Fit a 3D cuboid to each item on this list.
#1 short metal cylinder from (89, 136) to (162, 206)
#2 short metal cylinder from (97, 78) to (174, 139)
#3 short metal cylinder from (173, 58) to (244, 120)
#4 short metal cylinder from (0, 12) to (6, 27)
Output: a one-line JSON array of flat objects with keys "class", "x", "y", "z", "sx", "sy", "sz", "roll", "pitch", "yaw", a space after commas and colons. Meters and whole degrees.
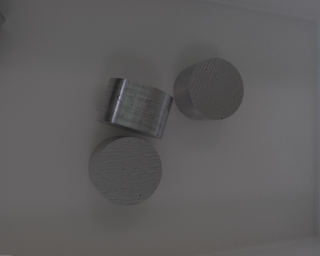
[{"class": "short metal cylinder", "x": -0.044, "y": 0.050, "z": 0.381, "sx": 0.081, "sy": 0.050, "sz": 0.080, "roll": 0, "pitch": 90, "yaw": -20}, {"class": "short metal cylinder", "x": -0.029, "y": -0.022, "z": 0.370, "sx": 0.081, "sy": 0.080, "sz": 0.050, "roll": 18, "pitch": 84, "yaw": -19}, {"class": "short metal cylinder", "x": 0.065, "y": -0.050, "z": 0.421, "sx": 0.081, "sy": 0.050, "sz": 0.080, "roll": 0, "pitch": 90, "yaw": -20}, {"class": "short metal cylinder", "x": -0.205, "y": -0.117, "z": 0.305, "sx": 0.080, "sy": 0.080, "sz": 0.050, "roll": 39, "pitch": 78, "yaw": -16}]
